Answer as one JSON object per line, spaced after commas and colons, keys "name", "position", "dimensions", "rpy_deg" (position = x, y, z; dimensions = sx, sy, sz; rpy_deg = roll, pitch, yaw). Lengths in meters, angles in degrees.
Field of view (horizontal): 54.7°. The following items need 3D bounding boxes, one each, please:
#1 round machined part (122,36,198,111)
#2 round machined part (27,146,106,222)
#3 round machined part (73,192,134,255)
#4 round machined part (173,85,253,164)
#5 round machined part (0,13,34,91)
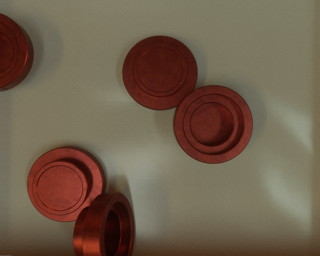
{"name": "round machined part", "position": [0.000, -0.072, 0.403], "dimensions": [0.099, 0.042, 0.097], "rpy_deg": [0, 90, -1]}
{"name": "round machined part", "position": [-0.123, 0.074, 0.401], "dimensions": [0.099, 0.042, 0.097], "rpy_deg": [0, 90, -1]}
{"name": "round machined part", "position": [-0.069, 0.129, 0.377], "dimensions": [0.042, 0.098, 0.097], "rpy_deg": [-6, 90, 17]}
{"name": "round machined part", "position": [0.065, -0.005, 0.402], "dimensions": [0.099, 0.042, 0.097], "rpy_deg": [0, 92, -3]}
{"name": "round machined part", "position": [-0.212, -0.095, 0.400], "dimensions": [0.099, 0.042, 0.097], "rpy_deg": [0, 90, -1]}
